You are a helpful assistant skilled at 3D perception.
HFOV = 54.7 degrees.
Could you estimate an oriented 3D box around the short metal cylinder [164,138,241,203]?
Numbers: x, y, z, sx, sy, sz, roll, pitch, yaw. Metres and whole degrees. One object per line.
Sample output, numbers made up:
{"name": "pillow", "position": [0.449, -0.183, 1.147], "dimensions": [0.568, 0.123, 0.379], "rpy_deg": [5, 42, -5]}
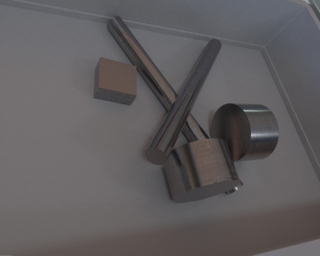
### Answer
{"name": "short metal cylinder", "position": [0.048, 0.052, 0.366], "dimensions": [0.081, 0.080, 0.050], "rpy_deg": [-1, 63, -29]}

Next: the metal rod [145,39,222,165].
{"name": "metal rod", "position": [0.046, -0.058, 0.440], "dimensions": [0.025, 0.025, 0.301], "rpy_deg": [36, 42, -5]}

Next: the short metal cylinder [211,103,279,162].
{"name": "short metal cylinder", "position": [0.116, 0.006, 0.431], "dimensions": [0.050, 0.080, 0.080], "rpy_deg": [-1, 62, -29]}

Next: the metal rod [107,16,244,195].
{"name": "metal rod", "position": [0.016, -0.038, 0.439], "dimensions": [0.025, 0.025, 0.299], "rpy_deg": [-27, 77, -37]}

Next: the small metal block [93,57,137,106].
{"name": "small metal block", "position": [-0.059, -0.062, 0.413], "dimensions": [0.050, 0.025, 0.050], "rpy_deg": [10, 57, -23]}
